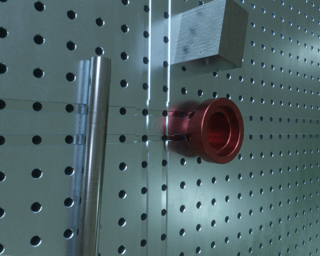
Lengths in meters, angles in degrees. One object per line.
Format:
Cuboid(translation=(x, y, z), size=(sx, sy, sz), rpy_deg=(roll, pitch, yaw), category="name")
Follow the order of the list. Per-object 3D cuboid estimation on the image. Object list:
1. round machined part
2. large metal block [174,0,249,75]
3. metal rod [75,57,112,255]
Cuboid(translation=(0.081, 0.004, 0.468), size=(0.099, 0.042, 0.097), rpy_deg=(0, 90, -40), category="round machined part")
Cuboid(translation=(0.071, -0.125, 0.435), size=(0.050, 0.080, 0.080), rpy_deg=(16, 80, -39), category="large metal block")
Cuboid(translation=(-0.077, 0.070, 0.346), size=(0.025, 0.025, 0.298), rpy_deg=(6, 86, -40), category="metal rod")
